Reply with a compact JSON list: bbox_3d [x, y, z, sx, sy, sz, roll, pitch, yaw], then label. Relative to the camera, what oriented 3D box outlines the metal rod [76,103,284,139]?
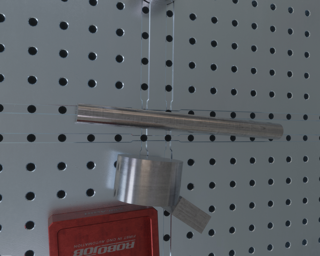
[{"bbox_3d":[0.041,-0.006,0.427,0.302,0.025,0.025,5,89,-20],"label":"metal rod"}]

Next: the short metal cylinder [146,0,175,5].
[{"bbox_3d":[0.005,-0.209,0.401,0.081,0.050,0.079,0,90,-20],"label":"short metal cylinder"}]

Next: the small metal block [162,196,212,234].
[{"bbox_3d":[0.031,0.110,0.411,0.050,0.050,0.025,37,78,-17],"label":"small metal block"}]

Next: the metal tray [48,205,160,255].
[{"bbox_3d":[-0.068,0.148,0.385,0.131,0.030,0.089,-3,91,-20],"label":"metal tray"}]

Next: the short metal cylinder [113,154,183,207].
[{"bbox_3d":[-0.014,0.061,0.378,0.081,0.080,0.050,7,88,-20],"label":"short metal cylinder"}]
